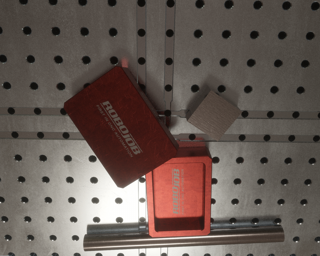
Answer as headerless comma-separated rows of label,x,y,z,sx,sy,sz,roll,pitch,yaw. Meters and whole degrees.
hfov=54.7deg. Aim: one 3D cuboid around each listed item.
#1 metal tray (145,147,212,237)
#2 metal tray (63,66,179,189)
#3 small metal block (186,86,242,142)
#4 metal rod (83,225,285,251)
metal tray,0.026,0.094,0.445,0.091,0.030,0.129,-2,110,0
metal tray,-0.047,-0.001,0.393,0.090,0.030,0.130,-33,92,11
small metal block,0.070,-0.019,0.408,0.050,0.025,0.050,33,106,-12
metal rod,0.036,0.169,0.476,0.302,0.025,0.025,-3,110,0
